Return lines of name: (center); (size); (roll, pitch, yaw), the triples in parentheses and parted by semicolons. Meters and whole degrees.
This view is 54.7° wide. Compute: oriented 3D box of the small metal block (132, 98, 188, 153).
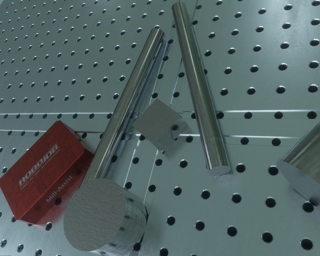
small metal block: (0.000, -0.004, 0.410); (0.050, 0.025, 0.050); (-47, 52, -5)

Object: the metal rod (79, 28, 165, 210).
metal rod: (-0.054, -0.022, 0.448); (0.025, 0.025, 0.300); (8, 65, 31)

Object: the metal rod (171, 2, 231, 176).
metal rod: (0.049, -0.075, 0.427); (0.025, 0.025, 0.299); (-20, 54, 16)

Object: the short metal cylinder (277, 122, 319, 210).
short metal cylinder: (0.151, 0.040, 0.269); (0.050, 0.080, 0.080); (-44, 51, -2)

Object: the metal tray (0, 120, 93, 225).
metal tray: (-0.166, 0.061, 0.452); (0.130, 0.030, 0.090); (-47, 52, -5)

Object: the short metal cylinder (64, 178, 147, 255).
short metal cylinder: (-0.063, 0.105, 0.359); (0.080, 0.050, 0.080); (-13, 56, 20)
